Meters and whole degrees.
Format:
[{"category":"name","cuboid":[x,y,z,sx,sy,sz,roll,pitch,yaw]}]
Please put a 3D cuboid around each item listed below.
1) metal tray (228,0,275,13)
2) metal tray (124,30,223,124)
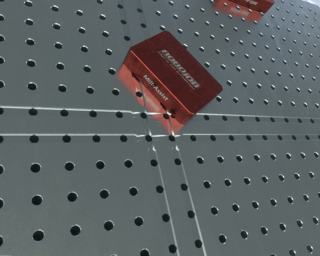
[{"category":"metal tray","cuboid":[0.189,-0.317,0.698,0.131,0.030,0.090,8,58,-24]},{"category":"metal tray","cuboid":[0.022,-0.079,0.464,0.130,0.030,0.091,47,51,5]}]
